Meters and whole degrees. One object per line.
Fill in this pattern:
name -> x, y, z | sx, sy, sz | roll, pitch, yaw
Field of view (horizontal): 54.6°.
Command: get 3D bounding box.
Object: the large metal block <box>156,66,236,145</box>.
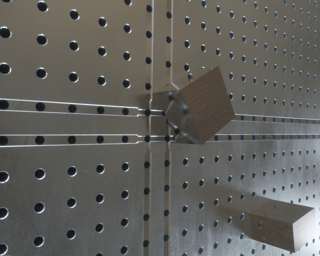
large metal block -> 0.052, -0.032, 0.435 | 0.080, 0.050, 0.080 | -35, 112, -34

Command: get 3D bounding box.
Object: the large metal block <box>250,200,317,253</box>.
large metal block -> 0.221, 0.172, 0.558 | 0.081, 0.080, 0.050 | -12, 98, -39
